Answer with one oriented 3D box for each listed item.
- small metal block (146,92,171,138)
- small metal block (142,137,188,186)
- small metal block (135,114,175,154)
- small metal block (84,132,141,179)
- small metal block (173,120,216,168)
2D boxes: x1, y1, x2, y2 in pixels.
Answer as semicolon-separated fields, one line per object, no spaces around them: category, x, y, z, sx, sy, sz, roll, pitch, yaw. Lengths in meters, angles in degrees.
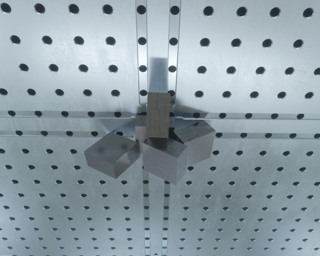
small metal block;-0.003;-0.016;0.368;0.025;0.050;0.050;3;94;-1
small metal block;0.006;0.039;0.396;0.050;0.025;0.050;22;135;25
small metal block;-0.007;0.009;0.420;0.050;0.025;0.050;2;130;-2
small metal block;-0.062;0.035;0.411;0.050;0.050;0.025;18;131;31
small metal block;0.044;0.023;0.417;0.050;0.025;0.050;-19;135;-25
